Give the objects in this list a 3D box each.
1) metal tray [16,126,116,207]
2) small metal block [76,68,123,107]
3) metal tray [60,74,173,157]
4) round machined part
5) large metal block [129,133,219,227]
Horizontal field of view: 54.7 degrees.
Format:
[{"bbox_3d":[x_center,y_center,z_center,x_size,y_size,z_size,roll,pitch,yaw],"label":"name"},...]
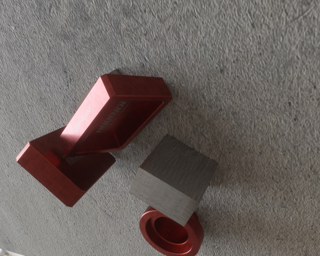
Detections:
[{"bbox_3d":[-0.121,0.044,0.429,0.090,0.130,0.030,42,105,-1],"label":"metal tray"},{"bbox_3d":[-0.074,-0.045,0.402,0.025,0.050,0.050,48,129,-5],"label":"small metal block"},{"bbox_3d":[-0.057,-0.012,0.385,0.129,0.091,0.030,-44,63,39],"label":"metal tray"},{"bbox_3d":[0.021,0.151,0.478,0.098,0.042,0.097,13,124,21],"label":"round machined part"},{"bbox_3d":[0.019,0.064,0.401,0.080,0.080,0.050,30,128,9],"label":"large metal block"}]
